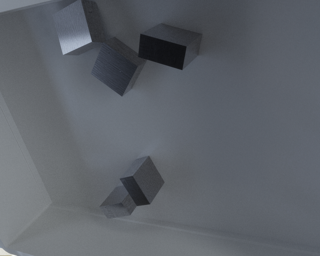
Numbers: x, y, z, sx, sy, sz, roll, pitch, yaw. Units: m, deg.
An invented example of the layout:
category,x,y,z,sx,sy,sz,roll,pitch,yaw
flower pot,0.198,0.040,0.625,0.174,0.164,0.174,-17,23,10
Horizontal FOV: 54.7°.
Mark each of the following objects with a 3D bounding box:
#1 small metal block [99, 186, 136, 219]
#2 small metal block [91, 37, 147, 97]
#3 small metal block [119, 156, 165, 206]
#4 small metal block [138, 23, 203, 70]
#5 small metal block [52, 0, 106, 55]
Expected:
category,x,y,z,sx,sy,sz,roll,pitch,yaw
small metal block,-0.060,0.115,0.493,0.050,0.050,0.025,-20,108,35
small metal block,-0.052,-0.076,0.387,0.050,0.025,0.050,37,129,3
small metal block,-0.025,0.077,0.451,0.025,0.050,0.050,-18,109,35
small metal block,0.012,-0.088,0.331,0.050,0.050,0.025,20,126,16
small metal block,-0.098,-0.120,0.375,0.050,0.025,0.050,-12,93,33
